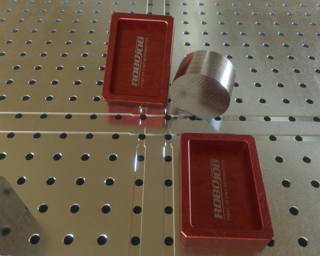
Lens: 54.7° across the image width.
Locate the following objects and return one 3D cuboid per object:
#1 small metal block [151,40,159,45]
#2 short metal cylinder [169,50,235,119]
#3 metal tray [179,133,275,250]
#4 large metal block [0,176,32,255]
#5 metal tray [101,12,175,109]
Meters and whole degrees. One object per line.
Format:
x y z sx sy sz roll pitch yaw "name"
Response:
-0.017 -0.131 0.497 0.025 0.050 0.050 -46 62 -6 "small metal block"
0.059 -0.058 0.421 0.080 0.080 0.050 13 52 10 "short metal cylinder"
0.068 0.066 0.349 0.091 0.030 0.130 2 50 1 "metal tray"
-0.187 0.080 0.302 0.080 0.080 0.050 12 51 9 "large metal block"
-0.029 -0.097 0.444 0.091 0.030 0.129 5 81 3 "metal tray"
